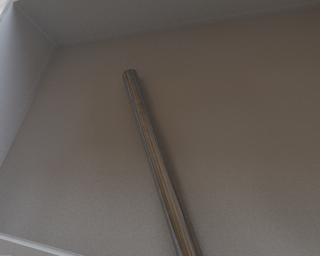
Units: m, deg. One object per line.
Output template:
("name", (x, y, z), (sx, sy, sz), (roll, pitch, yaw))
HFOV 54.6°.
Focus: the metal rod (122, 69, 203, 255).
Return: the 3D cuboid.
("metal rod", (-0.006, 0.031, 0.390), (0.025, 0.025, 0.300), (-28, 52, 11))
